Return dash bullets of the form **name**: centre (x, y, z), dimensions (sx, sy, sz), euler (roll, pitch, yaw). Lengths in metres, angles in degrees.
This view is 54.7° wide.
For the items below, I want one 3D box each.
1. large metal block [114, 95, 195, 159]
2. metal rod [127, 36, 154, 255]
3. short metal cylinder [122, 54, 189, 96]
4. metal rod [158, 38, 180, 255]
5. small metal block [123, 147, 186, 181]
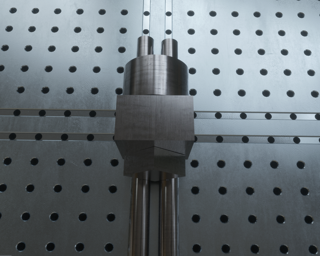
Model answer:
- **large metal block**: centre (-0.005, 0.002, 0.355), dimensions (0.081, 0.080, 0.050), euler (0, 70, 0)
- **metal rod**: centre (-0.023, 0.011, 0.409), dimensions (0.025, 0.025, 0.299), euler (1, 70, 0)
- **short metal cylinder**: centre (-0.005, -0.046, 0.377), dimensions (0.081, 0.080, 0.050), euler (1, 70, 0)
- **metal rod**: centre (0.012, 0.015, 0.408), dimensions (0.025, 0.025, 0.299), euler (1, 70, 0)
- **small metal block**: centre (-0.006, 0.043, 0.358), dimensions (0.050, 0.050, 0.025), euler (19, 63, -42)
